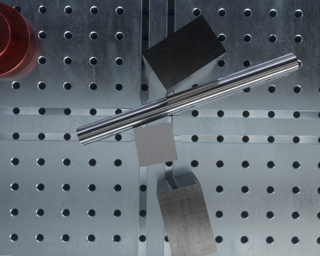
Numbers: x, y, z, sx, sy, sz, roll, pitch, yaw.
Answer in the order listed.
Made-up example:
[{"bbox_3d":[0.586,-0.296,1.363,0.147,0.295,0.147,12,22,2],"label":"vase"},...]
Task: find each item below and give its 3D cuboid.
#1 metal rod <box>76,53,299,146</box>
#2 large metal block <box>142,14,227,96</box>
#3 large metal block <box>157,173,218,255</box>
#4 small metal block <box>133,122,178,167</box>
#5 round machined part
[{"bbox_3d":[0.036,-0.038,0.413,0.301,0.025,0.025,-19,90,0],"label":"metal rod"},{"bbox_3d":[0.027,-0.085,0.386,0.080,0.080,0.050,-33,90,0],"label":"large metal block"},{"bbox_3d":[0.030,0.106,0.386,0.050,0.080,0.080,-14,90,0],"label":"large metal block"},{"bbox_3d":[-0.006,0.021,0.413,0.050,0.025,0.050,-10,90,0],"label":"small metal block"},{"bbox_3d":[-0.219,-0.116,0.403,0.099,0.042,0.097,0,90,0],"label":"round machined part"}]
